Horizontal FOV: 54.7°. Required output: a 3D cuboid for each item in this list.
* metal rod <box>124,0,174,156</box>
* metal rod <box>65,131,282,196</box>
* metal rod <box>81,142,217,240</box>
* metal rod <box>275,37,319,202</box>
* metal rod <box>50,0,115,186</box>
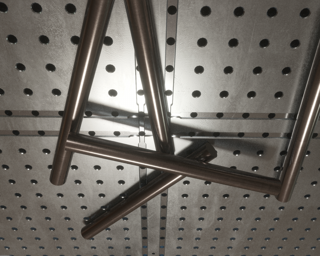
[{"bbox_3d":[-0.011,-0.062,0.358,0.025,0.025,0.298,-7,130,5],"label":"metal rod"},{"bbox_3d":[0.027,0.051,0.421,0.302,0.025,0.025,14,129,-12],"label":"metal rod"},{"bbox_3d":[-0.032,0.113,0.507,0.025,0.025,0.299,37,121,-27],"label":"metal rod"},{"bbox_3d":[0.193,-0.001,0.413,0.025,0.025,0.298,-3,130,2],"label":"metal rod"},{"bbox_3d":[-0.105,-0.028,0.386,0.025,0.025,0.298,16,128,-13],"label":"metal rod"}]
